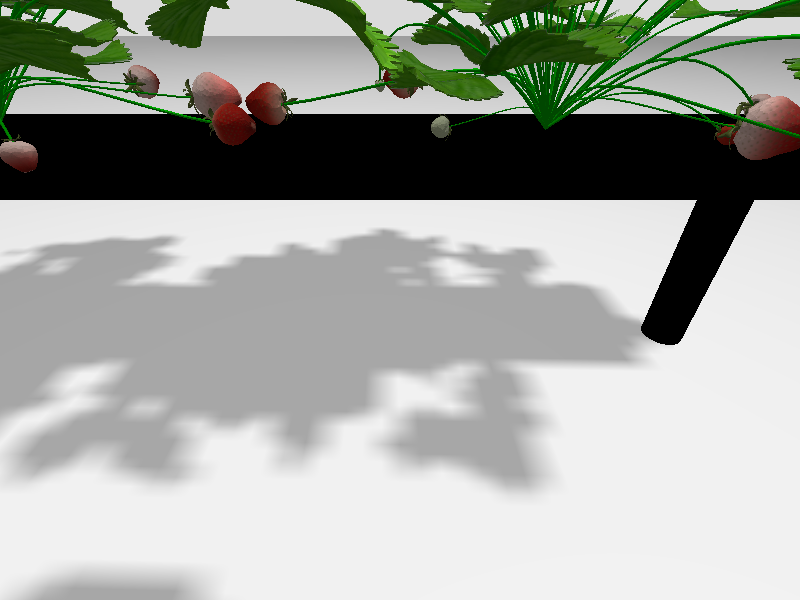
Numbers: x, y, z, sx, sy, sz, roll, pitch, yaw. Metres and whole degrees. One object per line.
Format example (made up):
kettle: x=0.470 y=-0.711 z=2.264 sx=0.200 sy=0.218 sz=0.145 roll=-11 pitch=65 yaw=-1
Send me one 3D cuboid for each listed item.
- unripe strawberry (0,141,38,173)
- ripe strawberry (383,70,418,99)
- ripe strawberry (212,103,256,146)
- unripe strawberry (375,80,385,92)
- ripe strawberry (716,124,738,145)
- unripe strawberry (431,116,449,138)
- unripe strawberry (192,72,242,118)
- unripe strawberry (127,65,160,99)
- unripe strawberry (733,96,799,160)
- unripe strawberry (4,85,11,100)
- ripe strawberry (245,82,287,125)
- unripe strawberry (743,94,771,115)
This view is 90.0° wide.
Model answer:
unripe strawberry: x=-0.221 y=-0.083 z=0.233 sx=0.017 sy=0.017 sz=0.015 roll=-29 pitch=27 yaw=-35
ripe strawberry: x=0.002 y=-0.248 z=0.448 sx=0.044 sy=0.039 sz=0.040 roll=-23 pitch=40 yaw=-29
ripe strawberry: x=-0.115 y=-0.123 z=0.281 sx=0.028 sy=0.027 sz=0.026 roll=8 pitch=36 yaw=10
unripe strawberry: x=-0.022 y=-0.232 z=0.434 sx=0.011 sy=0.011 sz=0.011 roll=29 pitch=44 yaw=35
ripe strawberry: x=0.230 y=-0.115 z=0.279 sx=0.016 sy=0.013 sz=0.016 roll=27 pitch=41 yaw=12
unripe strawberry: x=0.029 y=-0.128 z=0.298 sx=0.014 sy=0.015 sz=0.013 roll=-12 pitch=37 yaw=-16
unripe strawberry: x=-0.163 y=-0.182 z=0.358 sx=0.039 sy=0.038 sz=0.036 roll=-9 pitch=36 yaw=-13
unripe strawberry: x=-0.291 y=-0.251 z=0.460 sx=0.032 sy=0.034 sz=0.035 roll=7 pitch=35 yaw=10
unripe strawberry: x=0.233 y=-0.105 z=0.248 sx=0.038 sy=0.037 sz=0.035 roll=24 pitch=41 yaw=29
unripe strawberry: x=-0.456 y=-0.239 z=0.458 sx=0.018 sy=0.019 sz=0.019 roll=-24 pitch=41 yaw=-30
ripe strawberry: x=-0.114 y=-0.165 z=0.338 sx=0.033 sy=0.033 sz=0.031 roll=3 pitch=35 yaw=5
unripe strawberry: x=0.321 y=-0.172 z=0.357 sx=0.022 sy=0.021 sz=0.020 roll=2 pitch=34 yaw=-15
